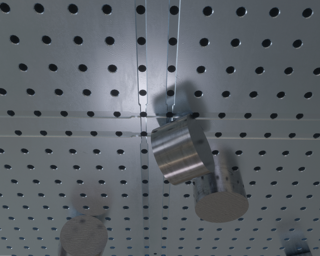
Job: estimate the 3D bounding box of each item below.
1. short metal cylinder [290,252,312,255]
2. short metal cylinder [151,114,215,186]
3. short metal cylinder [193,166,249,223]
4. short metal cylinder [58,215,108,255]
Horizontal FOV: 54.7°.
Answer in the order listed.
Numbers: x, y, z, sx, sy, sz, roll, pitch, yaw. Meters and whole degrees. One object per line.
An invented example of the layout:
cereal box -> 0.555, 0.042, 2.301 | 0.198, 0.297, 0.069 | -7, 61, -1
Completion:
short metal cylinder -> 0.300, 0.301, 0.635 | 0.050, 0.080, 0.080 | -21, 127, 17
short metal cylinder -> 0.030, 0.028, 0.399 | 0.050, 0.080, 0.080 | -24, 126, 19
short metal cylinder -> 0.093, 0.104, 0.485 | 0.081, 0.050, 0.079 | 0, 130, 0
short metal cylinder -> -0.137, 0.203, 0.547 | 0.081, 0.080, 0.050 | 13, 129, -11
